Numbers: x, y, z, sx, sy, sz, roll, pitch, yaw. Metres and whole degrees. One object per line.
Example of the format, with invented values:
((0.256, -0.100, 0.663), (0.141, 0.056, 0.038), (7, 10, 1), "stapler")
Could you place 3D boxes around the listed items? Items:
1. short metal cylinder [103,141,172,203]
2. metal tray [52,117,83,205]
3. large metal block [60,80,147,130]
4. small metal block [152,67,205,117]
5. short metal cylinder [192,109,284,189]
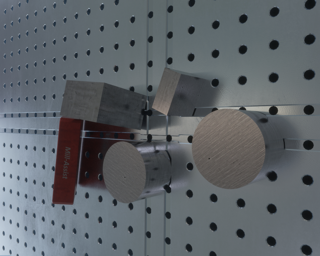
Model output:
((-0.032, 0.057, 0.419), (0.080, 0.050, 0.079), (0, 90, 40), "short metal cylinder")
((-0.144, 0.045, 0.493), (0.090, 0.030, 0.129), (-146, 63, -76), "metal tray")
((-0.078, -0.032, 0.435), (0.080, 0.080, 0.050), (10, 89, 39), "large metal block")
((0.023, -0.042, 0.374), (0.025, 0.050, 0.050), (30, 109, 36), "small metal block")
((0.081, 0.020, 0.326), (0.080, 0.050, 0.079), (0, 90, 40), "short metal cylinder")
